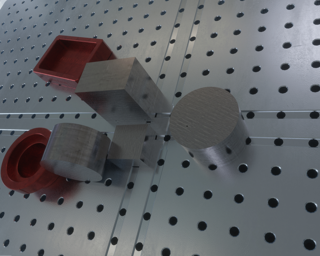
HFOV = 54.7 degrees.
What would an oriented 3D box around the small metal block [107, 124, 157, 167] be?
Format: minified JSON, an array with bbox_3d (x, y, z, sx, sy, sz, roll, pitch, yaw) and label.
[{"bbox_3d":[-0.037,0.023,0.414,0.050,0.025,0.050,-2,61,27],"label":"small metal block"}]

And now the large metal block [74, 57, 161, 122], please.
[{"bbox_3d":[-0.056,-0.050,0.433,0.080,0.080,0.050,0,62,28],"label":"large metal block"}]

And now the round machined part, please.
[{"bbox_3d":[-0.183,0.052,0.462,0.098,0.042,0.098,-13,56,21],"label":"round machined part"}]

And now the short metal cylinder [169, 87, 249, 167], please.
[{"bbox_3d":[0.058,-0.001,0.363,0.080,0.050,0.080,-13,56,21],"label":"short metal cylinder"}]

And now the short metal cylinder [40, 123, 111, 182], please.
[{"bbox_3d":[-0.110,0.034,0.410,0.080,0.080,0.050,-3,61,27],"label":"short metal cylinder"}]

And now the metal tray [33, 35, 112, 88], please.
[{"bbox_3d":[-0.161,-0.122,0.564,0.130,0.030,0.090,16,70,34],"label":"metal tray"}]
